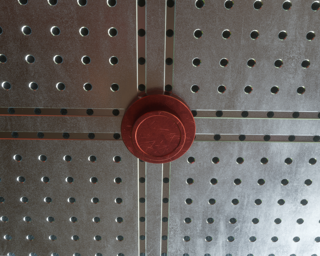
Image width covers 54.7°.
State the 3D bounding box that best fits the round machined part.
[{"bbox_3d":[-0.002,0.004,0.405,0.099,0.042,0.097,0,110,-1],"label":"round machined part"}]
